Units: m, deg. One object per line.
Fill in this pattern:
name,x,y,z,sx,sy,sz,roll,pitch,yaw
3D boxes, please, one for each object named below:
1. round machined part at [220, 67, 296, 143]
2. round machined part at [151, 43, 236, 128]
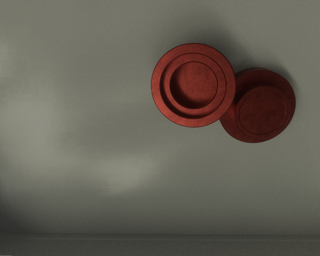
round machined part,0.124,-0.025,0.394,0.099,0.042,0.097,0,110,0
round machined part,0.042,-0.053,0.375,0.098,0.042,0.097,3,106,12
